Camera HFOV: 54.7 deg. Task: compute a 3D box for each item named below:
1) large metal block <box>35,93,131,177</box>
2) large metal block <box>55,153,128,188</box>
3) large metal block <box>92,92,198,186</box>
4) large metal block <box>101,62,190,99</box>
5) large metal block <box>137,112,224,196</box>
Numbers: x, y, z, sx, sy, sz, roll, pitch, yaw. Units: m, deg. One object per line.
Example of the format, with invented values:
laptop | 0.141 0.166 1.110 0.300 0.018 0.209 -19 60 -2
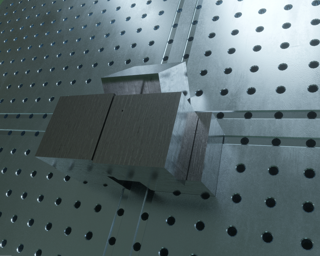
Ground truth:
large metal block | -0.085 0.008 0.362 0.080 0.050 0.080 0 62 28
large metal block | -0.080 0.030 0.415 0.080 0.050 0.080 2 62 28
large metal block | -0.013 0.011 0.324 0.080 0.050 0.080 0 62 28
large metal block | -0.016 -0.052 0.404 0.080 0.050 0.080 1 20 28
large metal block | 0.024 0.030 0.360 0.080 0.050 0.080 -1 61 27
